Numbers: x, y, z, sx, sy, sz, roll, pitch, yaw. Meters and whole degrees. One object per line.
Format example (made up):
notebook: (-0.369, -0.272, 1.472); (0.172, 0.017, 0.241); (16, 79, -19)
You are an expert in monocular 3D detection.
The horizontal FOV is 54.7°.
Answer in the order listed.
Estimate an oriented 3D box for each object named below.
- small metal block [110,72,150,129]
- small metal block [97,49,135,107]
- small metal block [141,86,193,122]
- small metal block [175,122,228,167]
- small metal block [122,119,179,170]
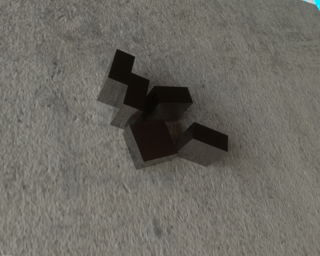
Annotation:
small metal block: (-0.038, -0.032, 0.388); (0.025, 0.050, 0.050); (21, 54, -17)
small metal block: (-0.057, -0.063, 0.397); (0.025, 0.050, 0.050); (21, 54, -16)
small metal block: (0.007, -0.031, 0.412); (0.050, 0.050, 0.025); (-2, 63, -30)
small metal block: (0.053, 0.023, 0.404); (0.050, 0.050, 0.025); (21, 54, -16)
small metal block: (-0.012, 0.019, 0.387); (0.050, 0.025, 0.050); (-10, 67, -33)
